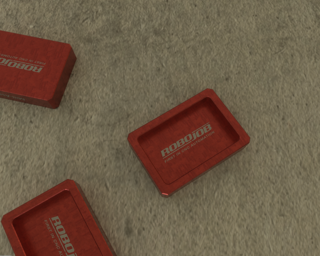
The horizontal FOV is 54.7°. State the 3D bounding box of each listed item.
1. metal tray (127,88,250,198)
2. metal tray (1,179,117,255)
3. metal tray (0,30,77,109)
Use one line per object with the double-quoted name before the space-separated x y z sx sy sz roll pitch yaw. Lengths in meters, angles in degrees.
"metal tray" 0.036 0.018 0.399 0.131 0.030 0.090 -31 73 -11
"metal tray" -0.110 0.136 0.354 0.090 0.030 0.130 -30 73 -11
"metal tray" -0.195 -0.084 0.434 0.131 0.030 0.090 12 70 4
